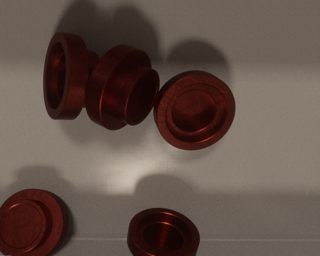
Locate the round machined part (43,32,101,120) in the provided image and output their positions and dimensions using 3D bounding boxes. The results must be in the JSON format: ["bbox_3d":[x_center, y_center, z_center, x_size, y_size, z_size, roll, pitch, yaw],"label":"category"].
[{"bbox_3d":[-0.100,-0.058,0.358,0.042,0.098,0.097,1,114,-35],"label":"round machined part"}]

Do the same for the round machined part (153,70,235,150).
[{"bbox_3d":[0.040,-0.024,0.387,0.099,0.042,0.097,-5,114,-11],"label":"round machined part"}]

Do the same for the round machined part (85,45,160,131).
[{"bbox_3d":[-0.036,-0.041,0.353,0.042,0.099,0.097,25,111,21],"label":"round machined part"}]

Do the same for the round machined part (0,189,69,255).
[{"bbox_3d":[-0.180,0.132,0.423,0.099,0.042,0.098,-1,75,3],"label":"round machined part"}]

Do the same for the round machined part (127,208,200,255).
[{"bbox_3d":[0.003,0.159,0.432,0.099,0.098,0.042,9,113,-4],"label":"round machined part"}]
